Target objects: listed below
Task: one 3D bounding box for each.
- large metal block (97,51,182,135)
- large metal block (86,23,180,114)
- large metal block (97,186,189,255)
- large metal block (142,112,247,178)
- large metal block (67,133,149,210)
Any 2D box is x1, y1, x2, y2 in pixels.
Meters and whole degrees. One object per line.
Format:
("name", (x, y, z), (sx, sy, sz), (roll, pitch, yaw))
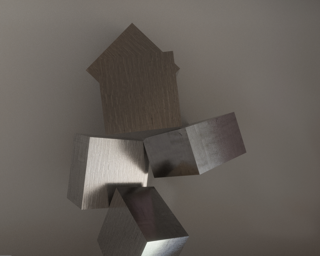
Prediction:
("large metal block", (-0.022, -0.037, 0.349), (0.081, 0.050, 0.079), (-7, 90, -1))
("large metal block", (-0.033, -0.071, 0.398), (0.080, 0.050, 0.080), (44, 90, -1))
("large metal block", (-0.023, 0.122, 0.344), (0.050, 0.080, 0.079), (6, 116, -35))
("large metal block", (0.040, 0.021, 0.368), (0.081, 0.080, 0.050), (-17, 90, -38))
("large metal block", (-0.062, 0.051, 0.380), (0.081, 0.050, 0.079), (7, 90, -35))
